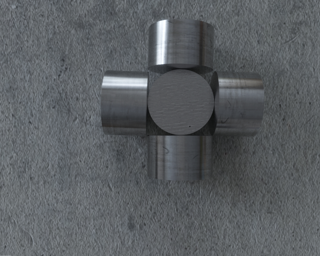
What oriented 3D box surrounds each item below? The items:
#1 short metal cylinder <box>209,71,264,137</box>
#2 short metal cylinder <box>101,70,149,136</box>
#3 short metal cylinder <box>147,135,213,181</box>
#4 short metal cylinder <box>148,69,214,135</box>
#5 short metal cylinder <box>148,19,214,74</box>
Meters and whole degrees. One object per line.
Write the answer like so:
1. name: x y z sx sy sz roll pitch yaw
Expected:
1. short metal cylinder: 0.091 -0.030 0.385 0.050 0.080 0.079 2 90 0
2. short metal cylinder: -0.040 -0.030 0.383 0.050 0.080 0.079 2 90 0
3. short metal cylinder: 0.025 0.034 0.384 0.081 0.080 0.050 0 90 -1
4. short metal cylinder: 0.025 -0.031 0.399 0.081 0.050 0.079 0 90 -1
5. short metal cylinder: 0.026 -0.097 0.383 0.081 0.080 0.050 2 91 -1
